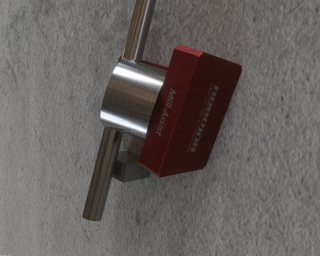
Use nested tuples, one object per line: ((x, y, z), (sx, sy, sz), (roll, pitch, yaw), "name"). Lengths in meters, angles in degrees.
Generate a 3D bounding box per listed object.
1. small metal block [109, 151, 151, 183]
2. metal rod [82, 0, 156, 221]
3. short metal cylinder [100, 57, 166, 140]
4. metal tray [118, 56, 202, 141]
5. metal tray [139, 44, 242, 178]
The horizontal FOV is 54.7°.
((-0.047, 0.052, 0.427), (0.050, 0.050, 0.025), (17, 101, 38), "small metal block")
((-0.051, -0.030, 0.395), (0.025, 0.025, 0.298), (14, 90, 39), "metal rod")
((-0.025, -0.032, 0.342), (0.050, 0.080, 0.079), (19, 105, 4), "short metal cylinder")
((-0.010, -0.039, 0.409), (0.130, 0.030, 0.089), (23, 105, 37), "metal tray")
((0.035, -0.015, 0.334), (0.030, 0.091, 0.129), (29, 108, 36), "metal tray")
